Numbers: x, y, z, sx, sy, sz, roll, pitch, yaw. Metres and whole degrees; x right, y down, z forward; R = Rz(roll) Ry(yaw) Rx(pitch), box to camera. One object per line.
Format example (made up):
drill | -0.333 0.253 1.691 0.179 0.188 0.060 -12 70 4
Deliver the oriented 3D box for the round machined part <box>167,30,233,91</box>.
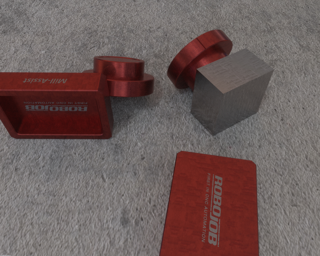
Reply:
round machined part | 0.062 -0.086 0.432 0.099 0.098 0.042 -29 74 -22

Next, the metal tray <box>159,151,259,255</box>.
metal tray | 0.053 0.090 0.325 0.090 0.030 0.130 8 50 6

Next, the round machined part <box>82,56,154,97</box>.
round machined part | -0.056 -0.074 0.425 0.099 0.042 0.098 5 18 -1

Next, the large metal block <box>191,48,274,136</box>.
large metal block | 0.091 -0.047 0.407 0.081 0.080 0.050 -26 56 -21

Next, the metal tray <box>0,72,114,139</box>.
metal tray | -0.128 -0.025 0.379 0.131 0.089 0.030 0 51 0
